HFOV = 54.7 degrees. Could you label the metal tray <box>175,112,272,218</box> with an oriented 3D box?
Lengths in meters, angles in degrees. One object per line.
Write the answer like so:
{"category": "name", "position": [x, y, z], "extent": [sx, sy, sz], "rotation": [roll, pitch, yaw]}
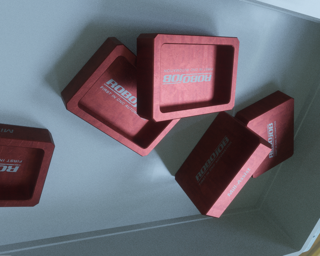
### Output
{"category": "metal tray", "position": [0.086, 0.051, 0.447], "extent": [0.030, 0.090, 0.129], "rotation": [25, 105, -37]}

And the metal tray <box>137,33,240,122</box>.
{"category": "metal tray", "position": [0.036, -0.061, 0.358], "extent": [0.131, 0.030, 0.089], "rotation": [-10, 109, -37]}

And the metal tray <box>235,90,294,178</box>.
{"category": "metal tray", "position": [0.176, 0.013, 0.513], "extent": [0.091, 0.030, 0.129], "rotation": [-28, 128, -11]}

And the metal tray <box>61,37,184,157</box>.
{"category": "metal tray", "position": [-0.036, -0.031, 0.367], "extent": [0.090, 0.030, 0.130], "rotation": [-48, 129, 5]}

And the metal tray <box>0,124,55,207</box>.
{"category": "metal tray", "position": [-0.189, 0.039, 0.326], "extent": [0.131, 0.030, 0.089], "rotation": [9, 114, -33]}
